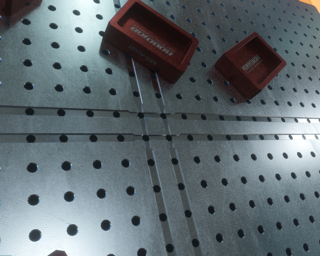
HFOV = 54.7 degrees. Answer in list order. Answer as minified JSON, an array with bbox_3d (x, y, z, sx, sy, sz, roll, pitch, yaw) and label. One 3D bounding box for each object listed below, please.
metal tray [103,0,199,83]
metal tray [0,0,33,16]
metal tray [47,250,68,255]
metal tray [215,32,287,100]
[{"bbox_3d":[-0.010,-0.139,0.486,0.130,0.030,0.090,32,51,-8],"label":"metal tray"},{"bbox_3d":[-0.230,-0.217,0.414,0.130,0.030,0.090,33,51,-7],"label":"metal tray"},{"bbox_3d":[-0.079,0.172,0.227,0.091,0.030,0.130,-31,66,-26],"label":"metal tray"},{"bbox_3d":[0.171,-0.118,0.571,0.090,0.030,0.131,47,51,4],"label":"metal tray"}]
